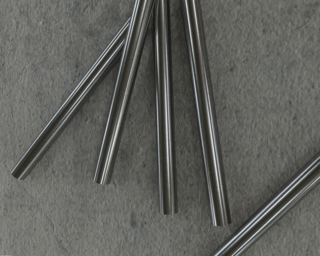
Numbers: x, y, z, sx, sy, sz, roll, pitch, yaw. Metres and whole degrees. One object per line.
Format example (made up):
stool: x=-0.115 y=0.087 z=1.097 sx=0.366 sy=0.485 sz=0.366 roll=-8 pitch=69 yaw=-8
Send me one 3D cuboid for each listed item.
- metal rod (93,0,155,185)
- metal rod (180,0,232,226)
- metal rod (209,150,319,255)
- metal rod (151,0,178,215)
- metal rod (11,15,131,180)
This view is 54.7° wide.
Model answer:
metal rod: x=-0.044 y=-0.067 z=0.408 sx=0.025 sy=0.025 sz=0.298 roll=19 pitch=102 yaw=18
metal rod: x=0.056 y=-0.031 z=0.388 sx=0.025 sy=0.025 sz=0.298 roll=-8 pitch=87 yaw=19
metal rod: x=0.155 y=0.071 z=0.354 sx=0.025 sy=0.025 sz=0.299 roll=44 pitch=103 yaw=14
metal rod: x=0.005 y=-0.039 z=0.406 sx=0.025 sy=0.025 sz=0.298 roll=-2 pitch=89 yaw=19
metal rod: x=-0.125 y=-0.037 z=0.451 sx=0.025 sy=0.025 sz=0.299 roll=45 pitch=103 yaw=14
